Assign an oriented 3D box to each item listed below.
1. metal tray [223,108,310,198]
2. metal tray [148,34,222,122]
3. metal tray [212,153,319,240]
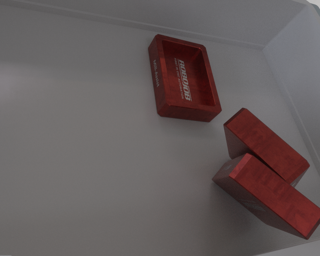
[{"bbox_3d":[0.122,0.038,0.372,0.030,0.130,0.090,-41,64,-3],"label":"metal tray"},{"bbox_3d":[0.035,-0.076,0.467,0.091,0.030,0.130,6,59,-25],"label":"metal tray"},{"bbox_3d":[0.111,0.074,0.348,0.090,0.130,0.030,39,83,8],"label":"metal tray"}]
